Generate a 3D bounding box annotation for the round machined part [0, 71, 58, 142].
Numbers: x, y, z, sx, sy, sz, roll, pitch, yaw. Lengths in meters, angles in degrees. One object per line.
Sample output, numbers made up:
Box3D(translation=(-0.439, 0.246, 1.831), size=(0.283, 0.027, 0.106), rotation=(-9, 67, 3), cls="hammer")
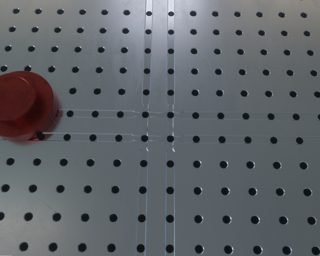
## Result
Box3D(translation=(-0.192, -0.034, 0.414), size=(0.099, 0.042, 0.098), rotation=(0, 70, 0), cls="round machined part")
